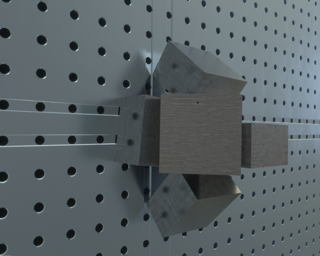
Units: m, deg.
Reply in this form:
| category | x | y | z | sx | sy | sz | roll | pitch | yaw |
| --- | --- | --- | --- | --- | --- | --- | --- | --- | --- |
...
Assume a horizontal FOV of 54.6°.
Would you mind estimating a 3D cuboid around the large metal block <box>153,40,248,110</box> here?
| category | x | y | z | sx | sy | sz | roll | pitch | yaw |
| --- | --- | --- | --- | --- | --- | --- | --- | --- | --- |
| large metal block | 0.051 | -0.066 | 0.405 | 0.081 | 0.080 | 0.050 | 3 | 127 | -40 |

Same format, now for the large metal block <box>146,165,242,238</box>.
| category | x | y | z | sx | sy | sz | roll | pitch | yaw |
| --- | --- | --- | --- | --- | --- | --- | --- | --- | --- |
| large metal block | 0.042 | 0.091 | 0.401 | 0.081 | 0.050 | 0.080 | 3 | 133 | -40 |

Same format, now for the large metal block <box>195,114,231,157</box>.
| category | x | y | z | sx | sy | sz | roll | pitch | yaw |
| --- | --- | --- | --- | --- | --- | --- | --- | --- | --- |
| large metal block | 0.061 | 0.010 | 0.442 | 0.081 | 0.050 | 0.080 | 4 | 88 | -40 |

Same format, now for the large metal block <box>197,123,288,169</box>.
| category | x | y | z | sx | sy | sz | roll | pitch | yaw |
| --- | --- | --- | --- | --- | --- | --- | --- | --- | --- |
| large metal block | 0.105 | 0.020 | 0.395 | 0.081 | 0.080 | 0.050 | 2 | 89 | -40 |

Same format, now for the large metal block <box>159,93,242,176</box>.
| category | x | y | z | sx | sy | sz | roll | pitch | yaw |
| --- | --- | --- | --- | --- | --- | --- | --- | --- | --- |
| large metal block | 0.042 | 0.006 | 0.332 | 0.080 | 0.050 | 0.080 | 1 | 90 | 5 |

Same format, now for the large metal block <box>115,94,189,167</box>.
| category | x | y | z | sx | sy | sz | roll | pitch | yaw |
| --- | --- | --- | --- | --- | --- | --- | --- | --- | --- |
| large metal block | -0.005 | 0.006 | 0.388 | 0.081 | 0.050 | 0.080 | 9 | 85 | -40 |
